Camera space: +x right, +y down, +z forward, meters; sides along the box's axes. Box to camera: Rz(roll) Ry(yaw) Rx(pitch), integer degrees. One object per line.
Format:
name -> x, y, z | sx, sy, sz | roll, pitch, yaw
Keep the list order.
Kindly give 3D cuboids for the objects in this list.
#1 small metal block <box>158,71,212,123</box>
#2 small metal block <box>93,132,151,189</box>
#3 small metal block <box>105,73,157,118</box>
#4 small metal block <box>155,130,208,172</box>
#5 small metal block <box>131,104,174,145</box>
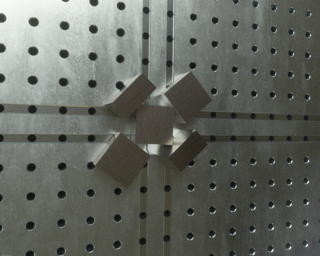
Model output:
small metal block -> 0.034, -0.041, 0.425 | 0.050, 0.025, 0.050 | -42, 103, -15
small metal block -> -0.049, 0.040, 0.394 | 0.050, 0.025, 0.050 | 40, 77, -16
small metal block -> -0.037, -0.039, 0.385 | 0.025, 0.050, 0.050 | 46, 77, -15
small metal block -> 0.027, 0.028, 0.409 | 0.050, 0.050, 0.025 | -44, 104, -15
small metal block -> -0.010, -0.004, 0.408 | 0.050, 0.025, 0.050 | 4, 88, -19
